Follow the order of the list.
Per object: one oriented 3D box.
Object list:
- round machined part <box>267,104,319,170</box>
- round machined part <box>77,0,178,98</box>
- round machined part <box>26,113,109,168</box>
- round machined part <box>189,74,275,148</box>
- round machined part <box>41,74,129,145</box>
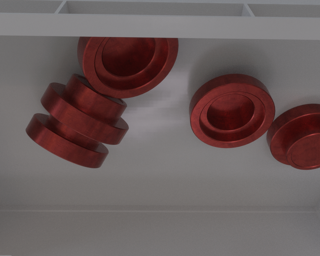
[{"bbox_3d":[0.199,0.019,0.416,0.099,0.042,0.097,0,130,0],"label":"round machined part"},{"bbox_3d":[-0.034,-0.081,0.313,0.099,0.042,0.097,-19,140,-16],"label":"round machined part"},{"bbox_3d":[-0.105,0.006,0.376,0.098,0.098,0.042,29,92,-23],"label":"round machined part"},{"bbox_3d":[0.085,-0.024,0.378,0.099,0.042,0.097,0,130,0],"label":"round machined part"},{"bbox_3d":[-0.076,-0.025,0.346,0.098,0.098,0.042,29,98,-23],"label":"round machined part"}]
